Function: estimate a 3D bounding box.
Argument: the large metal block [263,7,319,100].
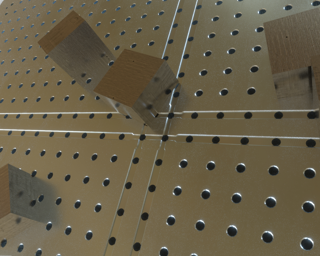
[{"bbox_3d":[0.169,-0.087,0.357,0.080,0.050,0.080,-10,57,22],"label":"large metal block"}]

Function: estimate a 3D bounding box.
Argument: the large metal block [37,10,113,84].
[{"bbox_3d":[-0.144,-0.137,0.530,0.080,0.080,0.050,-43,51,-2],"label":"large metal block"}]

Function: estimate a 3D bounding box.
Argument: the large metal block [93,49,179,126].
[{"bbox_3d":[-0.034,-0.060,0.445,0.080,0.050,0.080,24,75,36],"label":"large metal block"}]

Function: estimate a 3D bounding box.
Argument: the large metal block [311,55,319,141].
[{"bbox_3d":[0.191,-0.031,0.292,0.080,0.080,0.050,-8,59,24],"label":"large metal block"}]

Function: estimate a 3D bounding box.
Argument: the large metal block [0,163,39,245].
[{"bbox_3d":[-0.226,0.111,0.440,0.080,0.050,0.080,-31,52,7],"label":"large metal block"}]
